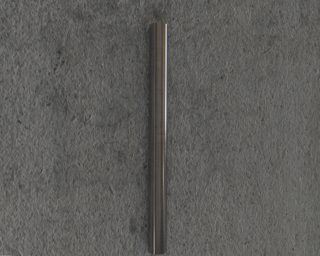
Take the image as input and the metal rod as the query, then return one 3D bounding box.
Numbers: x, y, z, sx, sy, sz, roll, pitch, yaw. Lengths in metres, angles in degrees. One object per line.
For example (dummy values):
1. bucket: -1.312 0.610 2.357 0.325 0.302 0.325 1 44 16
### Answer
1. metal rod: -0.003 0.014 0.410 0.025 0.025 0.298 0 90 -20
